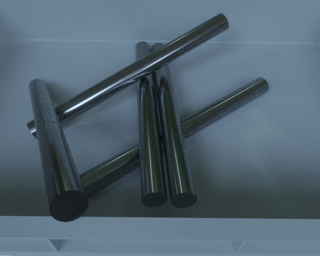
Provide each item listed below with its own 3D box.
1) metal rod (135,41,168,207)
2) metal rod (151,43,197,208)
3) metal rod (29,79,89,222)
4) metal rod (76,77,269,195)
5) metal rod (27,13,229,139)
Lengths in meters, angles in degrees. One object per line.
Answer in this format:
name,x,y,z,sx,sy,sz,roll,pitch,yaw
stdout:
metal rod,-0.017,-0.032,0.407,0.025,0.025,0.300,-3,43,-3
metal rod,0.010,-0.031,0.403,0.025,0.025,0.300,-3,42,-3
metal rod,-0.120,-0.004,0.330,0.025,0.025,0.300,-20,29,-16
metal rod,0.029,0.002,0.403,0.302,0.025,0.025,-28,56,-22
metal rod,-0.037,-0.074,0.420,0.301,0.025,0.025,-31,56,-7
